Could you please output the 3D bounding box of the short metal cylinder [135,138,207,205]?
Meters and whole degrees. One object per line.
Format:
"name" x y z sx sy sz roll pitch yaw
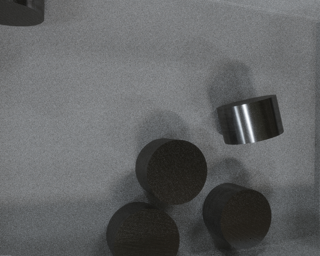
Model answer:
"short metal cylinder" 0.014 0.054 0.402 0.081 0.050 0.080 0 90 -20

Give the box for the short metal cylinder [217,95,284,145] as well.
"short metal cylinder" 0.123 -0.012 0.427 0.081 0.080 0.050 -16 96 -19

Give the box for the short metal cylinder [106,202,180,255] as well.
"short metal cylinder" -0.022 0.137 0.386 0.081 0.050 0.080 1 86 -20

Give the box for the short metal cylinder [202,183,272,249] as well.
"short metal cylinder" 0.108 0.122 0.437 0.081 0.050 0.080 0 90 -20

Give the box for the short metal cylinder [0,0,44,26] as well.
"short metal cylinder" -0.163 -0.143 0.321 0.081 0.080 0.050 1 90 -20
